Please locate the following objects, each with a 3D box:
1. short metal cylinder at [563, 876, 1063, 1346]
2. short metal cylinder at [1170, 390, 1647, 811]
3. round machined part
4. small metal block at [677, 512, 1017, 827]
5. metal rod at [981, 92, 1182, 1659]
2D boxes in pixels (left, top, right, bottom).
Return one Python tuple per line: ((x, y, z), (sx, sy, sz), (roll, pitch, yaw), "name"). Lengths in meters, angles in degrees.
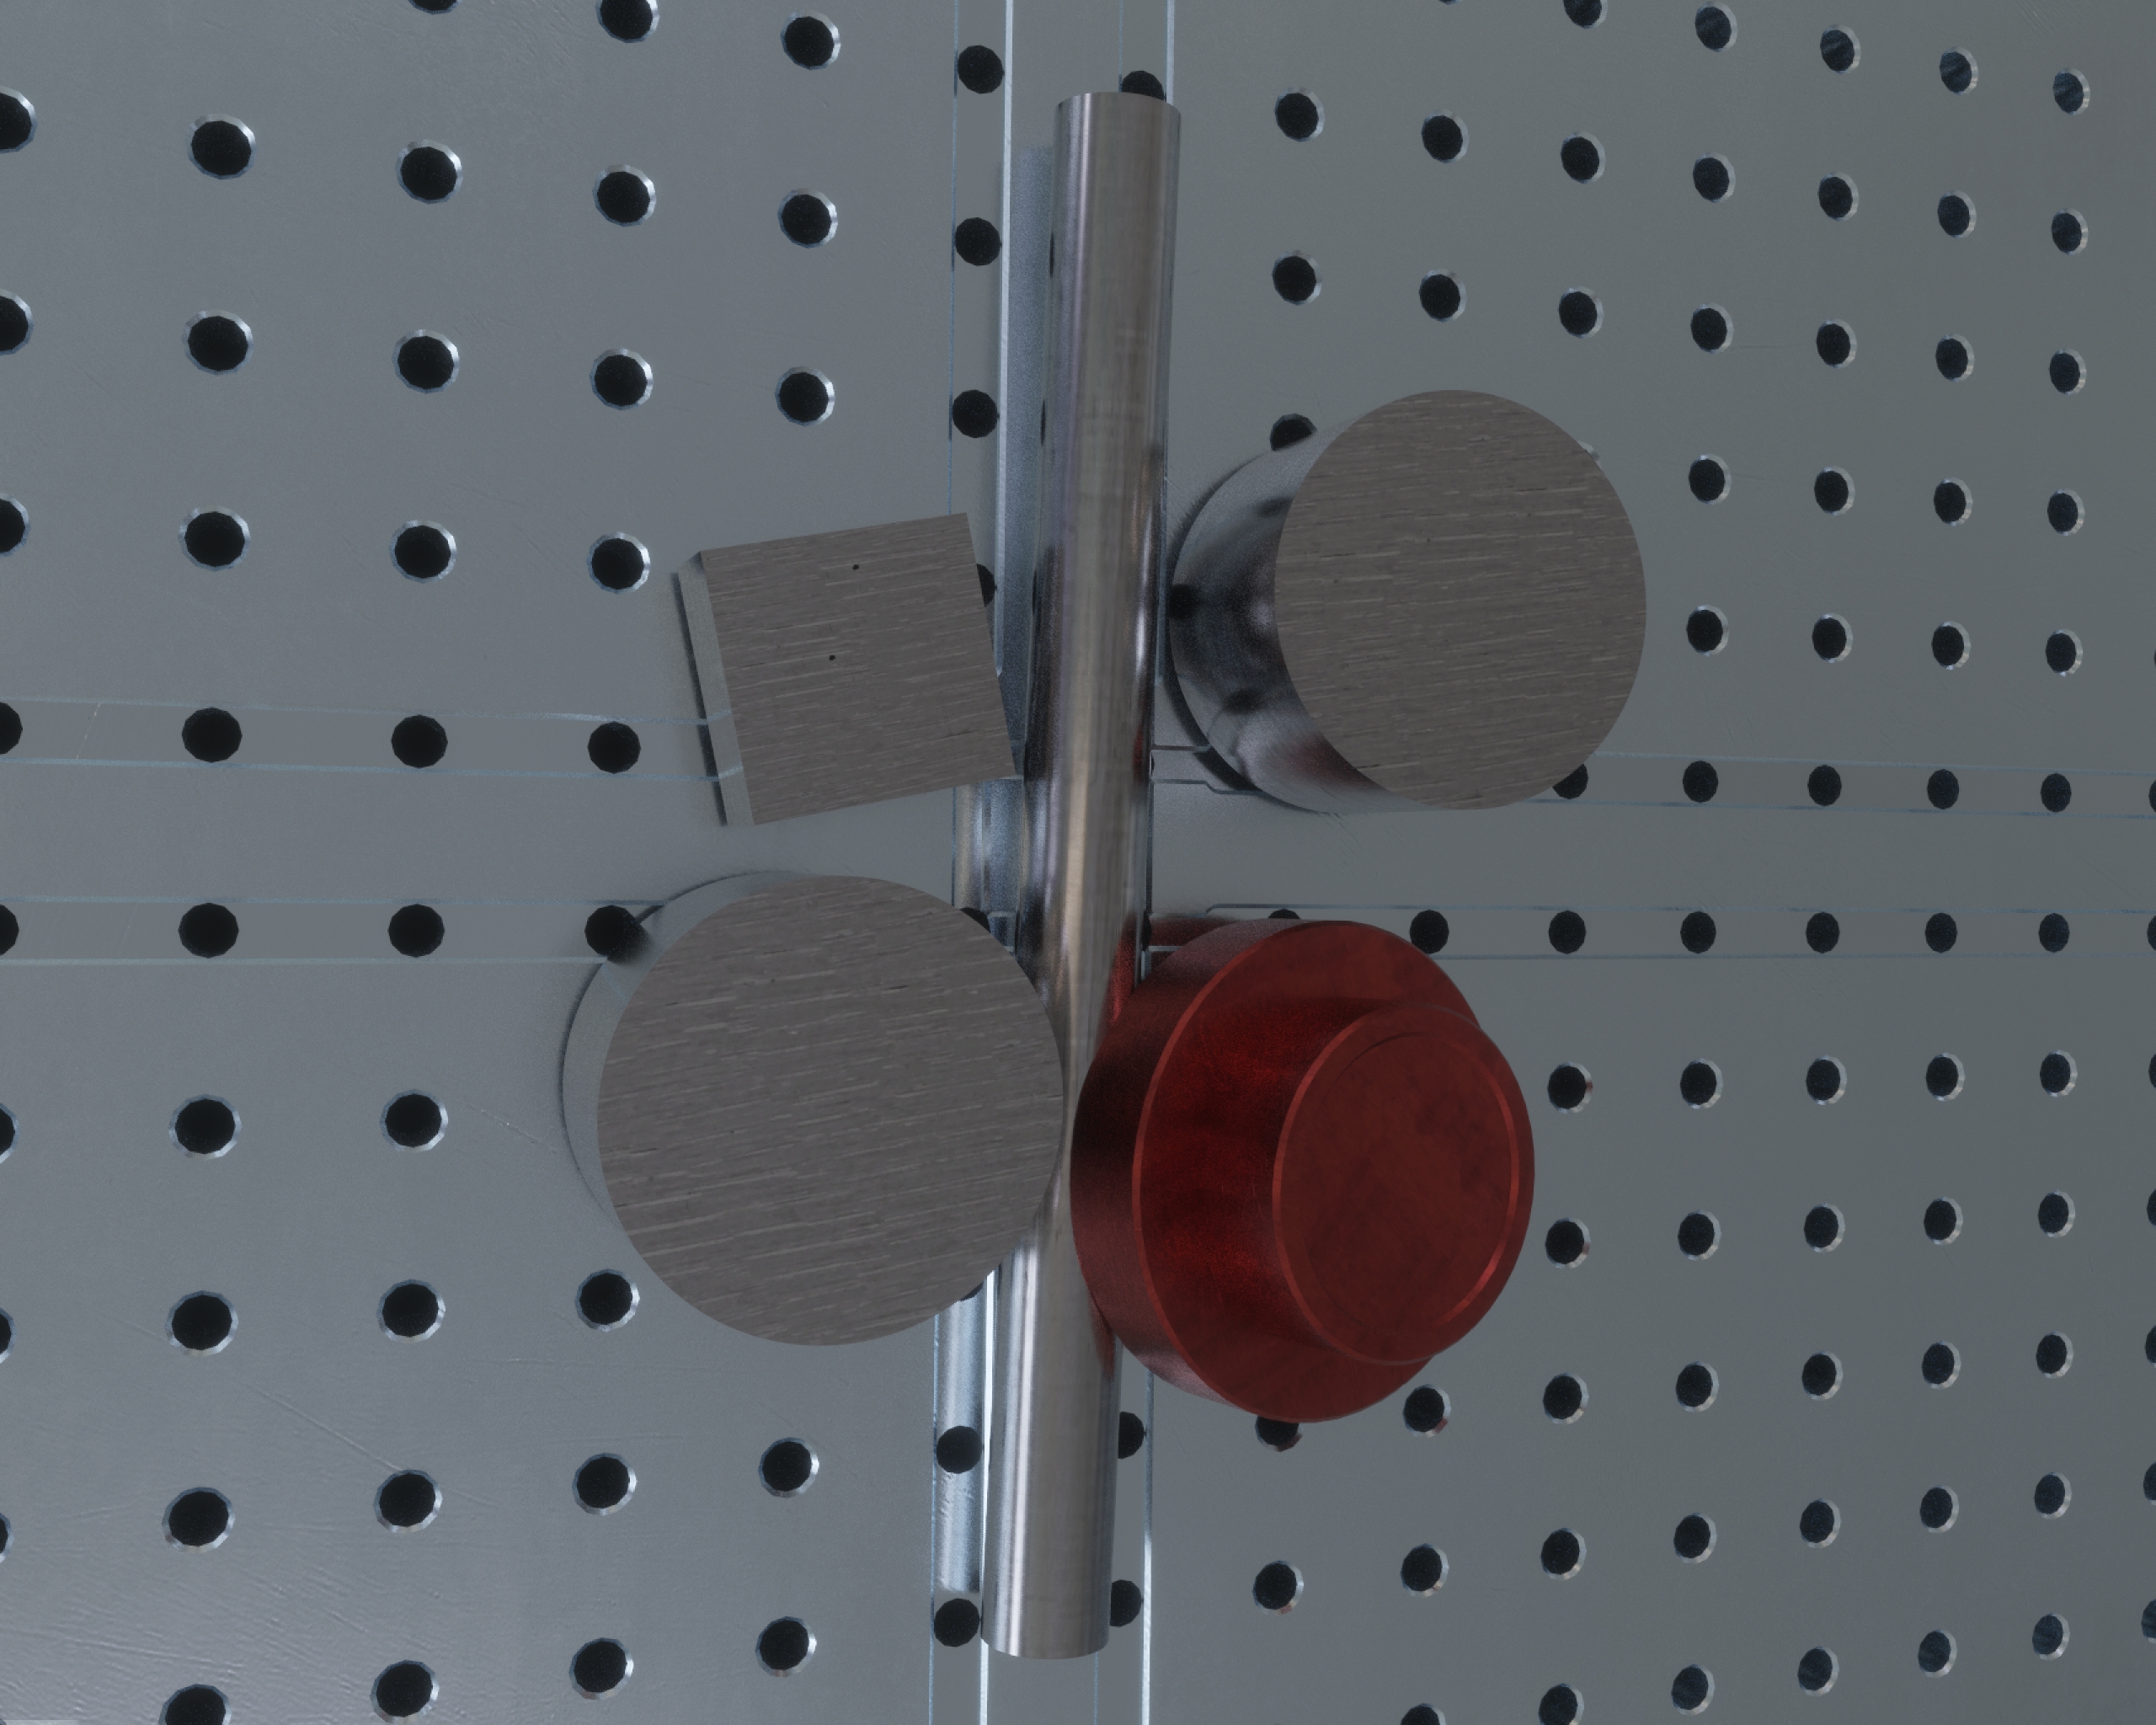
((-0.049, 0.042, 0.377), (0.081, 0.050, 0.079), (0, 90, -20), "short metal cylinder")
((0.065, -0.050, 0.419), (0.081, 0.050, 0.079), (0, 90, -20), "short metal cylinder")
((0.051, 0.060, 0.405), (0.099, 0.042, 0.097), (0, 89, -36), "round machined part")
((-0.044, -0.036, 0.392), (0.050, 0.025, 0.050), (-12, 94, -20), "small metal block")
((0.001, 0.002, 0.409), (0.025, 0.025, 0.298), (3, 89, -20), "metal rod")
